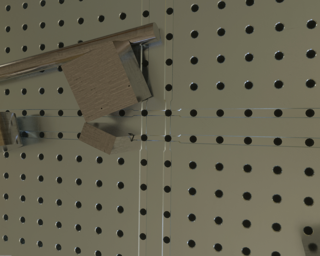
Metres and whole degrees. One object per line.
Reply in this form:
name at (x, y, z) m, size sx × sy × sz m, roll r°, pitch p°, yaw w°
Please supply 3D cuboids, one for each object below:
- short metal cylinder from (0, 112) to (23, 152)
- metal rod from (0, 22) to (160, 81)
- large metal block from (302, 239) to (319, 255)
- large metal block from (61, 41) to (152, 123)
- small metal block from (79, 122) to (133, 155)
short metal cylinder at (-0.258, 0.010, 0.472) m, size 0.080 × 0.080 × 0.050 m, roll -16°, pitch 85°, yaw 19°
metal rod at (-0.145, -0.107, 0.462) m, size 0.301 × 0.025 × 0.025 m, roll -9°, pitch 87°, yaw 19°
large metal block at (0.206, 0.162, 0.327) m, size 0.080 × 0.050 × 0.080 m, roll -15°, pitch 85°, yaw 19°
large metal block at (-0.069, -0.062, 0.411) m, size 0.080 × 0.050 × 0.080 m, roll -19°, pitch 98°, yaw 21°
small metal block at (-0.073, 0.013, 0.424) m, size 0.050 × 0.050 × 0.025 m, roll 23°, pitch 98°, yaw 18°
